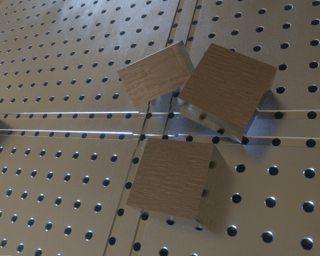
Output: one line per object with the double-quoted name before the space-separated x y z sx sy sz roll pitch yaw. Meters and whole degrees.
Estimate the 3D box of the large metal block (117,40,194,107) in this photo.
"large metal block" 0.000 -0.075 0.411 0.080 0.050 0.080 -22 14 15

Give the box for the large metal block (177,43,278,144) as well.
"large metal block" 0.078 -0.041 0.362 0.080 0.050 0.080 27 76 19

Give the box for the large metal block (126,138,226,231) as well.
"large metal block" 0.020 0.061 0.344 0.080 0.050 0.080 4 64 29
